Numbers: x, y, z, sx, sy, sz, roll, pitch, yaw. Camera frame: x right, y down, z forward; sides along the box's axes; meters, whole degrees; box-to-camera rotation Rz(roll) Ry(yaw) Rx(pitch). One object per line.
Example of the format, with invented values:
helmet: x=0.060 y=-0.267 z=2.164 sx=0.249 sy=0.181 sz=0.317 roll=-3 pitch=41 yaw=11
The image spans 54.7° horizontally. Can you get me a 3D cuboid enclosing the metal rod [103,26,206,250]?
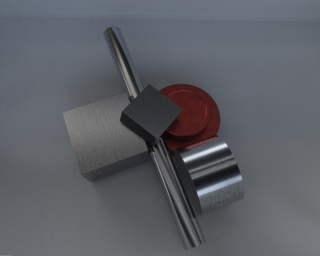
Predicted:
metal rod: x=-0.014 y=-0.002 z=0.386 sx=0.025 sy=0.025 sz=0.299 roll=-20 pitch=71 yaw=-7

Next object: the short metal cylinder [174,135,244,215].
short metal cylinder: x=0.055 y=0.054 z=0.360 sx=0.050 sy=0.080 sz=0.080 roll=-20 pitch=72 yaw=-7

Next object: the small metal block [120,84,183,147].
small metal block: x=-0.010 y=-0.015 z=0.362 sx=0.050 sy=0.025 sz=0.050 roll=38 pitch=63 yaw=5

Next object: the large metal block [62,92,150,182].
large metal block: x=-0.065 y=0.012 z=0.387 sx=0.081 sy=0.050 sz=0.080 roll=-19 pitch=71 yaw=-7

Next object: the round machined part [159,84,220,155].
round machined part: x=0.030 y=-0.015 z=0.404 sx=0.099 sy=0.042 sz=0.098 roll=0 pitch=70 yaw=-1
